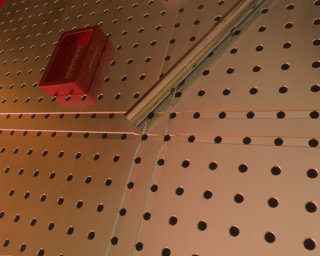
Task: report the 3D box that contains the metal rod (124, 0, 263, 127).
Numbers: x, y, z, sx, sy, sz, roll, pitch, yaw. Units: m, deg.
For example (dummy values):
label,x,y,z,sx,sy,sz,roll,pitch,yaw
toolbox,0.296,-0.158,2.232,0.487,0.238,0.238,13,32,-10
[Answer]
label,x,y,z,sx,sy,sz,roll,pitch,yaw
metal rod,0.063,-0.116,0.446,0.300,0.025,0.025,-45,51,-4

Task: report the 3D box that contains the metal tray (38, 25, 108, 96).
label,x,y,z,sx,sy,sz,roll,pitch,yaw
metal tray,-0.156,-0.122,0.561,0.090,0.030,0.130,-1,61,27
